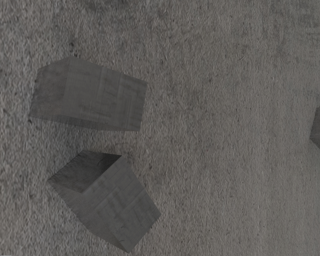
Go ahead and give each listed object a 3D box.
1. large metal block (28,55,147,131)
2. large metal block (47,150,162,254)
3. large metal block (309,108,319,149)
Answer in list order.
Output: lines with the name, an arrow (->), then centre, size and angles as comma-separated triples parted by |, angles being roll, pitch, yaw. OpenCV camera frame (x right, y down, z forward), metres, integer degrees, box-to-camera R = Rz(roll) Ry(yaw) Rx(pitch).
large metal block -> -0.072, -0.028, 0.308 | 0.081, 0.080, 0.050 | 13, 82, -39
large metal block -> -0.058, 0.072, 0.320 | 0.050, 0.080, 0.080 | -44, 117, -31
large metal block -> 0.399, 0.006, 0.722 | 0.080, 0.050, 0.080 | 34, 69, -35
